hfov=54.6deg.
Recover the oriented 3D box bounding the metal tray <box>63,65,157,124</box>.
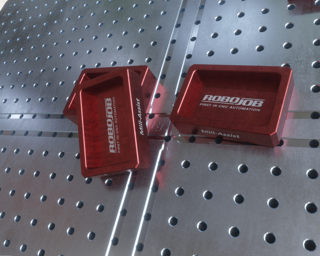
[{"bbox_3d":[-0.078,-0.050,0.477,0.130,0.030,0.090,4,63,30],"label":"metal tray"}]

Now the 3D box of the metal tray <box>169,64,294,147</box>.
[{"bbox_3d":[0.086,-0.032,0.380,0.130,0.030,0.090,9,66,32],"label":"metal tray"}]

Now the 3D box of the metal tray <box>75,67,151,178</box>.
[{"bbox_3d":[-0.064,-0.005,0.410,0.090,0.030,0.129,-14,76,27],"label":"metal tray"}]
